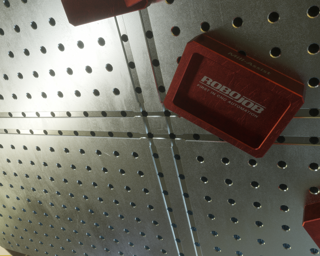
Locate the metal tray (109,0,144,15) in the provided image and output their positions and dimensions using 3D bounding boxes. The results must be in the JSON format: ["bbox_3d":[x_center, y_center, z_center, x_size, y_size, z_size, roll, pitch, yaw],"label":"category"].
[{"bbox_3d":[-0.042,-0.186,0.297,0.090,0.030,0.130,-1,120,51],"label":"metal tray"}]

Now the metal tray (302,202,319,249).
[{"bbox_3d":[0.245,0.115,0.350,0.130,0.030,0.090,-31,101,38],"label":"metal tray"}]

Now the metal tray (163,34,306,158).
[{"bbox_3d":[0.078,-0.034,0.345,0.130,0.030,0.089,30,128,9],"label":"metal tray"}]

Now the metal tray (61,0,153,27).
[{"bbox_3d":[-0.068,-0.179,0.312,0.090,0.030,0.129,-9,116,14],"label":"metal tray"}]
